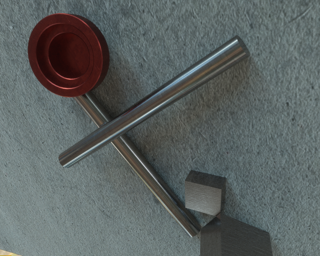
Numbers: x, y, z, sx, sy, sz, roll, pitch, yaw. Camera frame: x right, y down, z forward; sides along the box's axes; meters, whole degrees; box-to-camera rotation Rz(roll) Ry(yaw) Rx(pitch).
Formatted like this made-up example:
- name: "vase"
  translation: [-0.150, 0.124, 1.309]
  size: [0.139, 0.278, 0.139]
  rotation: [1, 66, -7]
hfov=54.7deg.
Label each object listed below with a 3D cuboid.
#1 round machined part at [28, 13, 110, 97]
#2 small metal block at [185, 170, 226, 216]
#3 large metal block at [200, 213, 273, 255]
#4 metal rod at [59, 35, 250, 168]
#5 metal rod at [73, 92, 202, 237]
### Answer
- name: "round machined part"
  translation: [-0.108, -0.090, 0.385]
  size: [0.098, 0.042, 0.097]
  rotation: [4, 108, 14]
- name: "small metal block"
  translation: [0.063, 0.090, 0.429]
  size: [0.050, 0.025, 0.050]
  rotation: [10, 123, 22]
- name: "large metal block"
  translation: [0.101, 0.172, 0.410]
  size: [0.080, 0.080, 0.050]
  rotation: [25, 130, -12]
- name: "metal rod"
  translation: [-0.028, -0.017, 0.386]
  size: [0.299, 0.025, 0.025]
  rotation: [-30, 102, 30]
- name: "metal rod"
  translation: [-0.038, 0.042, 0.451]
  size: [0.025, 0.025, 0.300]
  rotation: [-31, 102, 38]
